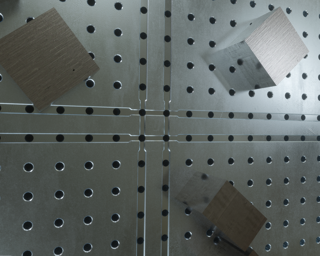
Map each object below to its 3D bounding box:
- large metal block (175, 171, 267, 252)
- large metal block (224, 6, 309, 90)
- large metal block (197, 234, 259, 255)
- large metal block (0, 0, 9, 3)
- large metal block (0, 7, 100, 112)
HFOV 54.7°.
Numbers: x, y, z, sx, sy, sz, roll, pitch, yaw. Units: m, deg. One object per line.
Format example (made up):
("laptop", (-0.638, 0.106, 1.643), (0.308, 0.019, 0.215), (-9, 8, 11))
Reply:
("large metal block", (0.079, 0.107, 0.414), (0.080, 0.080, 0.050), (44, 76, -15))
("large metal block", (0.158, -0.116, 0.459), (0.080, 0.050, 0.080), (-44, 104, -15))
("large metal block", (0.111, 0.197, 0.426), (0.050, 0.080, 0.080), (-45, 104, -15))
("large metal block", (-0.208, -0.169, 0.322), (0.080, 0.050, 0.080), (-33, 101, -17))
("large metal block", (-0.129, -0.074, 0.352), (0.080, 0.050, 0.080), (-39, 103, -16))
